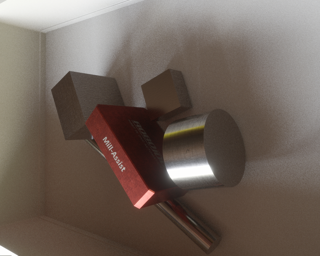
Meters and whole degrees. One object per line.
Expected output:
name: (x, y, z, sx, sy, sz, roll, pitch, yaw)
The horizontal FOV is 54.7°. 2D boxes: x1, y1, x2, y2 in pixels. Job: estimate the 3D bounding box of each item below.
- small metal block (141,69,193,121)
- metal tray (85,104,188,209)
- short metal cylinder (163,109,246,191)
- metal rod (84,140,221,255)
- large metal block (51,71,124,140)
small metal block: (0.008, -0.041, 0.395, 0.050, 0.025, 0.050, -25, 75, 37)
metal tray: (-0.022, 0.028, 0.378, 0.030, 0.091, 0.130, -51, 61, 27)
short metal cylinder: (0.048, 0.024, 0.328, 0.050, 0.081, 0.080, -15, 81, 40)
metal rod: (-0.040, 0.062, 0.436, 0.300, 0.025, 0.025, 35, 112, 34)
large metal block: (-0.099, -0.030, 0.448, 0.050, 0.081, 0.080, -33, 70, 35)
